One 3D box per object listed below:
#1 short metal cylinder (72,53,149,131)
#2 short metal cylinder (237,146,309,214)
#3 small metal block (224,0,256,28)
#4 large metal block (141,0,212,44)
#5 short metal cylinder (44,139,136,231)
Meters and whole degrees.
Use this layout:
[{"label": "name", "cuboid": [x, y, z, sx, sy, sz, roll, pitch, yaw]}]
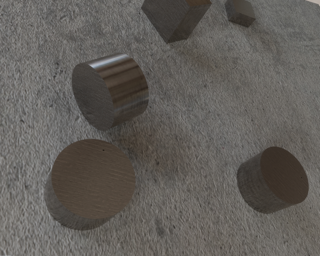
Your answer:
[{"label": "short metal cylinder", "cuboid": [-0.059, -0.043, 0.363, 0.050, 0.080, 0.080, -28, 77, -37]}, {"label": "short metal cylinder", "cuboid": [0.154, 0.072, 0.427, 0.081, 0.050, 0.080, 14, 56, -21]}, {"label": "small metal block", "cuboid": [0.165, -0.241, 0.639, 0.050, 0.025, 0.050, 10, 58, -23]}, {"label": "large metal block", "cuboid": [0.024, -0.198, 0.502, 0.050, 0.080, 0.080, -24, 75, -37]}, {"label": "short metal cylinder", "cuboid": [-0.071, 0.058, 0.314, 0.081, 0.050, 0.080, 14, 56, -21]}]
